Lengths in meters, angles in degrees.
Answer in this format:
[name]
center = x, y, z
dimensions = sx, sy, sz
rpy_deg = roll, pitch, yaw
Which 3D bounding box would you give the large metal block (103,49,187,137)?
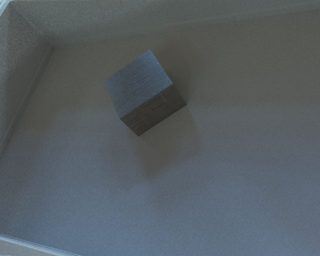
[large metal block]
center = -0.022, -0.049, 0.430
dimensions = 0.080, 0.050, 0.080
rpy_deg = -33, 52, 6
